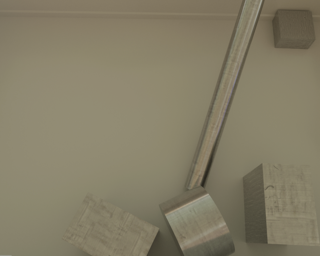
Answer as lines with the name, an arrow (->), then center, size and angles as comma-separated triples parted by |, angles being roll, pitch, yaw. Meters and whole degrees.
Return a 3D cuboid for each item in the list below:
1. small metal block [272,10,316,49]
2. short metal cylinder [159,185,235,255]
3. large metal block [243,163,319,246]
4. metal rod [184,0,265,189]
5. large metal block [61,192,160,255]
small metal block -> 0.200, -0.148, 0.466 | 0.050, 0.025, 0.050 | 2, 70, 0
short metal cylinder -> 0.039, 0.110, 0.341 | 0.050, 0.080, 0.080 | -24, 72, -9
large metal block -> 0.131, 0.089, 0.350 | 0.050, 0.080, 0.080 | 3, 70, 1
metal rod -> 0.086, -0.067, 0.374 | 0.025, 0.025, 0.298 | 17, 94, 6
large metal block -> -0.048, 0.116, 0.337 | 0.080, 0.080, 0.050 | 25, 72, 8
